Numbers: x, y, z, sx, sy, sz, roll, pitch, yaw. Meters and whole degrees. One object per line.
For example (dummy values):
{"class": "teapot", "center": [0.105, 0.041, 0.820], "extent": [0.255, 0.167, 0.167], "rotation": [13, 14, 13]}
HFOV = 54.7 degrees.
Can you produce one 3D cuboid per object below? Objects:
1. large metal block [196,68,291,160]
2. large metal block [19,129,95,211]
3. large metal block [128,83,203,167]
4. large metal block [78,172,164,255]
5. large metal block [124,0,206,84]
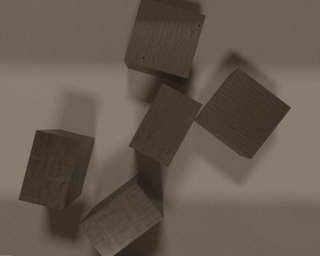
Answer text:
{"class": "large metal block", "center": [0.103, -0.018, 0.400], "extent": [0.080, 0.050, 0.080], "rotation": [38, 90, -1]}
{"class": "large metal block", "center": [-0.122, 0.047, 0.382], "extent": [0.050, 0.080, 0.080], "rotation": [14, 90, 0]}
{"class": "large metal block", "center": [0.006, -0.003, 0.384], "extent": [0.050, 0.080, 0.080], "rotation": [28, 90, -1]}
{"class": "large metal block", "center": [-0.043, 0.104, 0.383], "extent": [0.080, 0.080, 0.050], "rotation": [-37, 90, 0]}
{"class": "large metal block", "center": [0.006, -0.109, 0.399], "extent": [0.080, 0.050, 0.080], "rotation": [16, 90, -1]}
